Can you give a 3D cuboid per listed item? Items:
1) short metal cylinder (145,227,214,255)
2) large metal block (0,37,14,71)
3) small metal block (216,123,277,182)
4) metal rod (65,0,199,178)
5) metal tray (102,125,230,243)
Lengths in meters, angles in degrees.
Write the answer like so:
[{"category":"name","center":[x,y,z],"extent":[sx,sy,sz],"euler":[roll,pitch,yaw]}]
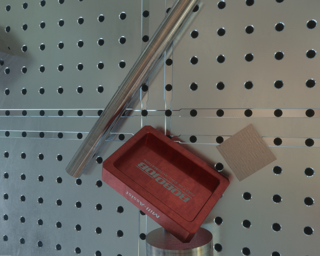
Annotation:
[{"category":"short metal cylinder","center":[0.024,0.155,0.373],"extent":[0.080,0.080,0.050],"euler":[-2,91,19]},{"category":"large metal block","center":[-0.302,-0.124,0.503],"extent":[0.080,0.050,0.080],"euler":[-42,77,15]},{"category":"small metal block","center":[0.105,0.029,0.376],"extent":[0.050,0.025,0.050],"euler":[-36,79,16]},{"category":"metal rod","center":[-0.043,-0.054,0.426],"extent":[0.025,0.025,0.299],"euler":[39,102,15]},{"category":"metal tray","center":[0.006,0.062,0.375],"extent":[0.130,0.090,0.030],"euler":[34,140,16]}]
